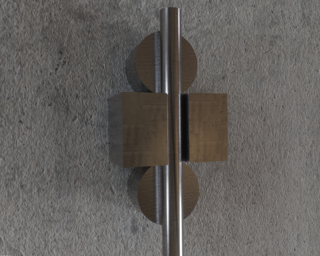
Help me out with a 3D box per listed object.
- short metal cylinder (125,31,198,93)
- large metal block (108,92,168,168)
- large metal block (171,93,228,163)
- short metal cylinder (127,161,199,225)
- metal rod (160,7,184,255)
[{"bbox_3d":[0.001,-0.078,0.397,0.081,0.050,0.080,0,90,-20],"label":"short metal cylinder"},{"bbox_3d":[-0.029,0.001,0.370,0.050,0.080,0.080,-1,90,-20],"label":"large metal block"},{"bbox_3d":[0.043,-0.001,0.397,0.050,0.080,0.080,-1,90,-20],"label":"large metal block"},{"bbox_3d":[0.003,0.078,0.399,0.081,0.050,0.080,0,90,-20],"label":"short metal cylinder"},{"bbox_3d":[0.014,0.013,0.362,0.025,0.025,0.298,-1,90,-20],"label":"metal rod"}]
